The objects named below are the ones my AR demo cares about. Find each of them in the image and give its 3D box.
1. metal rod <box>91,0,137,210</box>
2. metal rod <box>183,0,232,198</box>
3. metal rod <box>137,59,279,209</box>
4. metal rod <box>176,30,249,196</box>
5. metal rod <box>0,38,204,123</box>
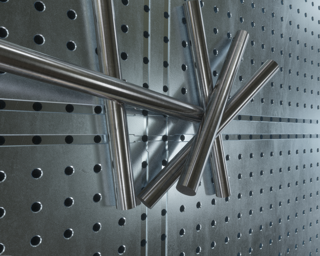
[{"bbox_3d":[-0.056,-0.052,0.363,0.025,0.025,0.298,-10,97,-40],"label":"metal rod"},{"bbox_3d":[0.074,-0.037,0.473,0.025,0.025,0.298,-19,102,-39],"label":"metal rod"},{"bbox_3d":[0.081,-0.003,0.448,0.301,0.025,0.025,-44,117,-21],"label":"metal rod"},{"bbox_3d":[0.085,-0.041,0.444,0.025,0.025,0.300,47,52,-30],"label":"metal rod"},{"bbox_3d":[-0.049,-0.041,0.332,0.302,0.025,0.025,12,82,-46],"label":"metal rod"}]
